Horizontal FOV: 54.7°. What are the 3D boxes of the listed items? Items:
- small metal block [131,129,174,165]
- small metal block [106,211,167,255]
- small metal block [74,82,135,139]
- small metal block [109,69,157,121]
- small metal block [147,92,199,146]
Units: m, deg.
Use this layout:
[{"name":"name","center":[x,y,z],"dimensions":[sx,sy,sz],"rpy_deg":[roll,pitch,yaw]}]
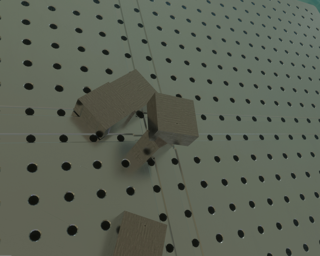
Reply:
[{"name":"small metal block","center":[-0.001,0.015,0.384],"dimensions":[0.050,0.050,0.025],"rpy_deg":[-27,77,-37]},{"name":"small metal block","center":[-0.024,0.121,0.323],"dimensions":[0.050,0.025,0.050],"rpy_deg":[23,53,-15]},{"name":"small metal block","center":[-0.069,-0.023,0.386],"dimensions":[0.050,0.025,0.050],"rpy_deg":[47,51,5]},{"name":"small metal block","center":[-0.037,-0.045,0.417],"dimensions":[0.050,0.025,0.050],"rpy_deg":[48,51,5]},{"name":"small metal block","center":[0.014,-0.010,0.359],"dimensions":[0.050,0.025,0.050],"rpy_deg":[10,57,-23]}]
